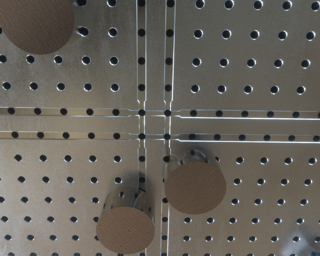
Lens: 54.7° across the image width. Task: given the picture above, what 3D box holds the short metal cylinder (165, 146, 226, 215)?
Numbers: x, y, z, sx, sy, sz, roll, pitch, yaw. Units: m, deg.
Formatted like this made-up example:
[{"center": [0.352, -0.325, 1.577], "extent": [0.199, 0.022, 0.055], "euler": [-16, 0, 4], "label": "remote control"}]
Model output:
[{"center": [0.046, 0.071, 0.427], "extent": [0.081, 0.050, 0.079], "euler": [0, 110, -1], "label": "short metal cylinder"}]

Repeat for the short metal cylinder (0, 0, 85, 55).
[{"center": [-0.131, -0.127, 0.351], "extent": [0.081, 0.050, 0.079], "euler": [0, 110, -1], "label": "short metal cylinder"}]

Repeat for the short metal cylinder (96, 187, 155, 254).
[{"center": [-0.048, 0.133, 0.449], "extent": [0.081, 0.050, 0.079], "euler": [0, 110, -1], "label": "short metal cylinder"}]
